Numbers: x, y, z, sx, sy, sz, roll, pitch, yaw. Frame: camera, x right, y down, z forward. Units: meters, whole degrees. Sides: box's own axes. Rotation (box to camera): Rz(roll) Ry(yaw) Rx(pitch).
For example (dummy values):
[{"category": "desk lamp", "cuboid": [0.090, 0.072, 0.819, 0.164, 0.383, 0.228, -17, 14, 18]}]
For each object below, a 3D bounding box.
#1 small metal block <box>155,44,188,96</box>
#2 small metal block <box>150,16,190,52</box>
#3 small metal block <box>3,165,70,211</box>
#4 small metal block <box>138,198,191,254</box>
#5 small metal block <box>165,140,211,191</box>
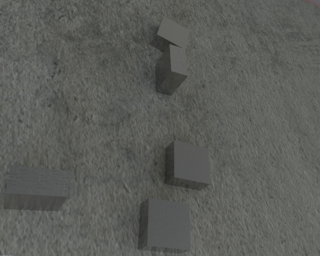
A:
[{"category": "small metal block", "cuboid": [0.015, -0.083, 0.448, 0.025, 0.050, 0.050, 12, 57, -22]}, {"category": "small metal block", "cuboid": [0.018, -0.147, 0.505, 0.050, 0.025, 0.050, 25, 53, -13]}, {"category": "small metal block", "cuboid": [-0.116, 0.058, 0.290, 0.050, 0.050, 0.025, 10, 58, -24]}, {"category": "small metal block", "cuboid": [0.005, 0.108, 0.342, 0.050, 0.025, 0.050, 14, 56, -21]}, {"category": "small metal block", "cuboid": [0.035, 0.048, 0.395, 0.050, 0.025, 0.050, 15, 56, -20]}]
